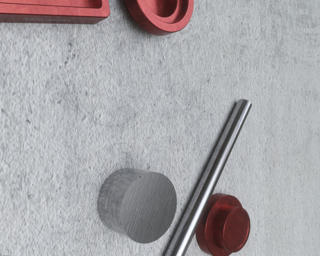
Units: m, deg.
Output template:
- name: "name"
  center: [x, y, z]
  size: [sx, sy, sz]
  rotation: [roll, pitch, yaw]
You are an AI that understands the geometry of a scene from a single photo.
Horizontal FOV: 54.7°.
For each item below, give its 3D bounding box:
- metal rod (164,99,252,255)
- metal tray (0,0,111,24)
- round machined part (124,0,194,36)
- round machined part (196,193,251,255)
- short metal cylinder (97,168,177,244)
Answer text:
- name: "metal rod"
  center: [0.076, 0.078, 0.470]
  size: [0.025, 0.025, 0.300]
  rotation: [45, 63, -31]
- name: "metal tray"
  center: [-0.118, -0.152, 0.302]
  size: [0.131, 0.030, 0.089]
  rotation: [-15, 100, -39]
- name: "round machined part"
  center: [-0.006, -0.165, 0.390]
  size: [0.099, 0.042, 0.097]
  rotation: [0, 90, -40]
- name: "round machined part"
  center: [0.105, 0.155, 0.485]
  size: [0.099, 0.042, 0.097]
  rotation: [0, 90, -40]
- name: "short metal cylinder"
  center: [-0.026, 0.090, 0.368]
  size: [0.081, 0.050, 0.079]
  rotation: [0, 90, -40]
